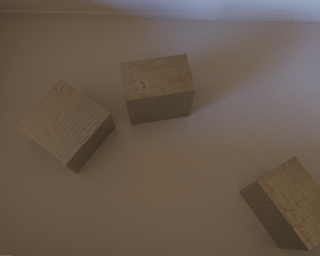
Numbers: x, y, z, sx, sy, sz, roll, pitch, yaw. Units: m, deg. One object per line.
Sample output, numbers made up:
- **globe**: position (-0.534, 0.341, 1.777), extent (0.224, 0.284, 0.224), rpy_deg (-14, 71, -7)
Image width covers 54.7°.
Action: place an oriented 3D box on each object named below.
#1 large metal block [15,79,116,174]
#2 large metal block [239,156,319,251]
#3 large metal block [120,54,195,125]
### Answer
- **large metal block**: position (-0.116, -0.002, 0.396), extent (0.080, 0.050, 0.080), rpy_deg (35, 73, 11)
- **large metal block**: position (0.143, 0.087, 0.350), extent (0.050, 0.080, 0.080), rpy_deg (-31, 73, -11)
- **large metal block**: position (-0.004, -0.047, 0.397), extent (0.081, 0.080, 0.050), rpy_deg (-9, 71, -4)
